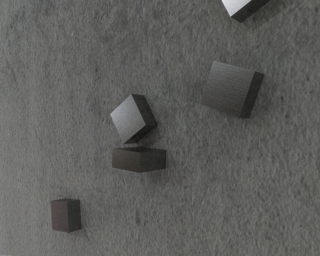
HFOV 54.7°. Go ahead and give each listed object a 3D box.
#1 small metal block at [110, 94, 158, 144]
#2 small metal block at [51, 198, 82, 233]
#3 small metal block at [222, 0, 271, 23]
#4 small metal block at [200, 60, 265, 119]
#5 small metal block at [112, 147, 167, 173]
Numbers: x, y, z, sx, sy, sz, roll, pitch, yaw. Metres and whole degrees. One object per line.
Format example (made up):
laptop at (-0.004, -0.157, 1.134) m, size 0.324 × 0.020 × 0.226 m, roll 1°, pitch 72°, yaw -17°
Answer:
small metal block at (-0.037, -0.012, 0.433) m, size 0.050 × 0.025 × 0.050 m, roll -39°, pitch 66°, yaw 32°
small metal block at (-0.163, 0.150, 0.536) m, size 0.050 × 0.025 × 0.050 m, roll -8°, pitch 85°, yaw 39°
small metal block at (0.091, -0.151, 0.329) m, size 0.050 × 0.025 × 0.050 m, roll -33°, pitch 70°, yaw 34°
small metal block at (0.078, -0.042, 0.339) m, size 0.050 × 0.025 × 0.050 m, roll 25°, pitch 106°, yaw 36°
small metal block at (-0.027, 0.041, 0.409) m, size 0.050 × 0.050 × 0.025 m, roll 4°, pitch 93°, yaw 39°
